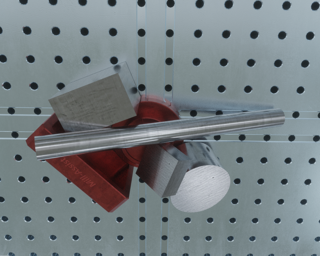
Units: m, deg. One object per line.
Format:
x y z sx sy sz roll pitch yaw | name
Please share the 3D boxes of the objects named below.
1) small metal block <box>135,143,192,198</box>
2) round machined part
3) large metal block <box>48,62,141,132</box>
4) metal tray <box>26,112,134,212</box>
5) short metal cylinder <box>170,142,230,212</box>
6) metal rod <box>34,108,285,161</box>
0.003 0.047 0.371 0.025 0.050 0.050 4 115 -47 | small metal block
-0.017 0.012 0.411 0.099 0.042 0.097 0 110 -1 | round machined part
-0.072 -0.036 0.368 0.080 0.080 0.050 -20 109 7 | large metal block
-0.092 0.035 0.389 0.030 0.090 0.130 -42 105 14 | metal tray
0.045 0.065 0.412 0.081 0.050 0.079 -8 124 -13 | short metal cylinder
0.016 0.003 0.364 0.303 0.025 0.025 -7 111 -19 | metal rod
